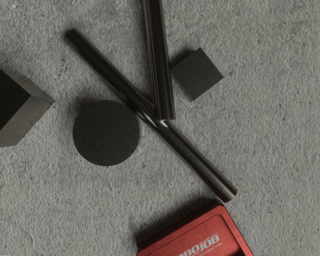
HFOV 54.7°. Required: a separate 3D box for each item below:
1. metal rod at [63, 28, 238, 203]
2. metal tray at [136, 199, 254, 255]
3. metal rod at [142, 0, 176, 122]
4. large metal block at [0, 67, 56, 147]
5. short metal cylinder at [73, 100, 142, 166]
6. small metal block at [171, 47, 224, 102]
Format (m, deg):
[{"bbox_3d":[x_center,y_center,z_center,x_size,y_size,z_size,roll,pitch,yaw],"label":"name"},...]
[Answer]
[{"bbox_3d":[-0.012,-0.016,0.409,0.025,0.025,0.300,-45,91,0],"label":"metal rod"},{"bbox_3d":[0.046,0.166,0.408,0.130,0.030,0.090,-30,90,-1],"label":"metal tray"},{"bbox_3d":[-0.009,-0.157,0.398,0.025,0.025,0.298,-6,86,-1],"label":"metal rod"},{"bbox_3d":[-0.187,-0.022,0.380,0.050,0.080,0.080,41,90,-1],"label":"large metal block"},{"bbox_3d":[-0.065,0.006,0.397,0.081,0.050,0.079,0,90,-1],"label":"short metal cylinder"},{"bbox_3d":[0.047,-0.070,0.411,0.050,0.025,0.050,-38,91,0],"label":"small metal block"}]
